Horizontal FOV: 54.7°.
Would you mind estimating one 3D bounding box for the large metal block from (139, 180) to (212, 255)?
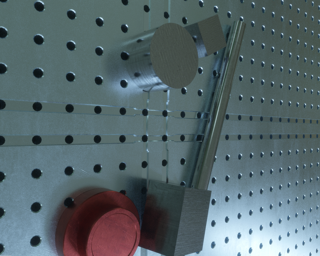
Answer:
[{"bbox_3d":[0.022,0.114,0.400,0.080,0.050,0.080,24,75,-56],"label":"large metal block"}]

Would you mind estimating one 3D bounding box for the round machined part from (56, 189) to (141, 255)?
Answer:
[{"bbox_3d":[-0.061,0.120,0.349,0.099,0.042,0.097,0,90,-40],"label":"round machined part"}]

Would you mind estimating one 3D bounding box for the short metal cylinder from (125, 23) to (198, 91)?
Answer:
[{"bbox_3d":[0.003,-0.088,0.397,0.081,0.050,0.079,0,90,-40],"label":"short metal cylinder"}]

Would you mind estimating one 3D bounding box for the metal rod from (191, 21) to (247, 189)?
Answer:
[{"bbox_3d":[0.093,-0.034,0.489,0.025,0.025,0.299,26,74,-37],"label":"metal rod"}]

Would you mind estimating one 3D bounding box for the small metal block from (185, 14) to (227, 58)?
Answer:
[{"bbox_3d":[0.071,-0.139,0.471,0.050,0.025,0.050,-34,111,-35],"label":"small metal block"}]
